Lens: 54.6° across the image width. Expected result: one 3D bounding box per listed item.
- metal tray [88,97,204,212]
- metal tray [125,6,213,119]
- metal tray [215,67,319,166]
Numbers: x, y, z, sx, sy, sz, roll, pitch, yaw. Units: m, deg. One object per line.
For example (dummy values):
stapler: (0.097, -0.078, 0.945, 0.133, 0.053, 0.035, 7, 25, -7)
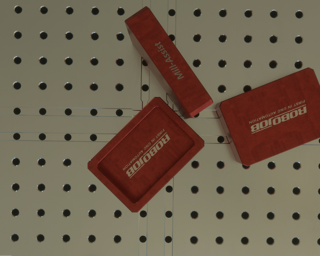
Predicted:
metal tray: (-0.018, 0.034, 0.410, 0.130, 0.030, 0.090, -45, 90, 0)
metal tray: (0.010, -0.073, 0.380, 0.030, 0.090, 0.130, -35, 90, 0)
metal tray: (0.152, -0.014, 0.412, 0.131, 0.030, 0.090, -22, 90, 0)
